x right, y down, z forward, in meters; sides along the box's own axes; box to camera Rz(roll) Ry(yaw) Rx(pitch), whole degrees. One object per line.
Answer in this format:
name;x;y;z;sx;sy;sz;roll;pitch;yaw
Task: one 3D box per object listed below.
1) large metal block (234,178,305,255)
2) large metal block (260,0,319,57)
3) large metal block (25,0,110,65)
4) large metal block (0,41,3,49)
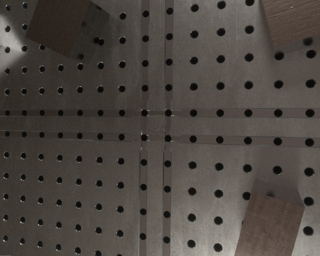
large metal block;0.119;0.107;0.341;0.050;0.080;0.079;15;95;19
large metal block;0.159;-0.133;0.344;0.080;0.050;0.080;-13;86;19
large metal block;-0.132;-0.148;0.444;0.080;0.050;0.080;27;99;17
large metal block;-0.322;-0.147;0.510;0.080;0.050;0.080;-36;79;16
